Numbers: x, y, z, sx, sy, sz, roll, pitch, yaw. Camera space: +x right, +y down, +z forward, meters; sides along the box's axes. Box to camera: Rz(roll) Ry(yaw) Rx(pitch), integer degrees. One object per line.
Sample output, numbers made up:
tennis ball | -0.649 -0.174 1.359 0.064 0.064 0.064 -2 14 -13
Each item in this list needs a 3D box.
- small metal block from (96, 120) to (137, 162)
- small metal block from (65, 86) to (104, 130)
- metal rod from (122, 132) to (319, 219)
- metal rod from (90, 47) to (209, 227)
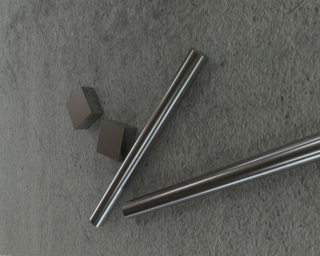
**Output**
small metal block | -0.064 0.018 0.456 0.050 0.025 0.050 18 101 38
small metal block | -0.123 -0.032 0.504 0.050 0.025 0.050 -39 67 33
metal rod | 0.063 0.060 0.351 0.299 0.025 0.025 -28 73 36
metal rod | -0.025 0.028 0.423 0.025 0.025 0.298 46 117 30
